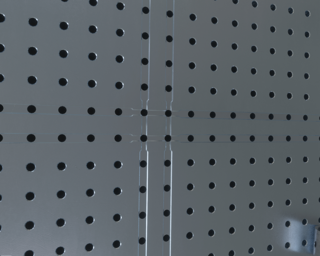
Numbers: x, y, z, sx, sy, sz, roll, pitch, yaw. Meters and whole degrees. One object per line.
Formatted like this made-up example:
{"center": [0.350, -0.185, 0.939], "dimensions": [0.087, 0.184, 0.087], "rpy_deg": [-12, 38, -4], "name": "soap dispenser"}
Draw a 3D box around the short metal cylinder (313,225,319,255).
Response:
{"center": [0.288, 0.191, 0.490], "dimensions": [0.081, 0.080, 0.050], "rpy_deg": [6, 88, -20], "name": "short metal cylinder"}
